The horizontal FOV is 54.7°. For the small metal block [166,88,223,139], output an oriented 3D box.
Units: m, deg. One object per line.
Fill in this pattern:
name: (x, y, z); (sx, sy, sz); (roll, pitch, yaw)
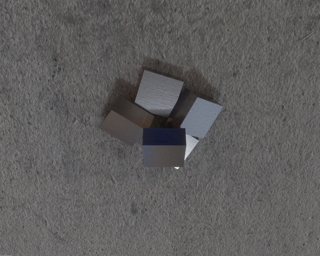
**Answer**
small metal block: (0.044, -0.018, 0.393); (0.050, 0.025, 0.050); (14, 114, -41)

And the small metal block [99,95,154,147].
small metal block: (-0.043, -0.007, 0.395); (0.050, 0.025, 0.050); (31, 143, -12)

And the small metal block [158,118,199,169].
small metal block: (0.016, 0.019, 0.419); (0.050, 0.025, 0.050); (31, 107, -11)

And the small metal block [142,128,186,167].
small metal block: (0.005, 0.025, 0.382); (0.050, 0.025, 0.050); (0, 143, -1)

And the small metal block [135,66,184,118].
small metal block: (-0.002, -0.045, 0.395); (0.050, 0.025, 0.050); (16, 109, -7)
